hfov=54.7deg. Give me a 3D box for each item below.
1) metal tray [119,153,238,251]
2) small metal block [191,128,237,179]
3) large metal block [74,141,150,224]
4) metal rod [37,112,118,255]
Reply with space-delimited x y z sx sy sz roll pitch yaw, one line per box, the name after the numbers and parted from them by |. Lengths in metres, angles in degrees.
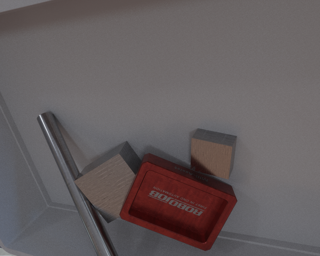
0.023 0.099 0.412 0.131 0.030 0.089 22 106 -4 | metal tray
0.067 0.032 0.392 0.050 0.025 0.050 12 124 21 | small metal block
-0.063 0.079 0.455 0.080 0.050 0.080 -32 102 14 | large metal block
-0.112 0.106 0.451 0.025 0.025 0.299 -44 68 39 | metal rod
